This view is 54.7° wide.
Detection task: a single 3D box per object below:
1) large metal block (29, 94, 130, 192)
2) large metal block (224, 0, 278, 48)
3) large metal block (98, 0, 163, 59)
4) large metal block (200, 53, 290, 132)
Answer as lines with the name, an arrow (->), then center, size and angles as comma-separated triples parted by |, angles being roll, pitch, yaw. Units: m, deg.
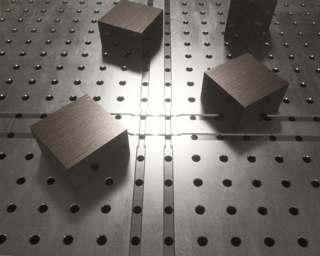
large metal block -> -0.095, 0.016, 0.377 | 0.080, 0.050, 0.080 | -36, 59, -27
large metal block -> 0.161, -0.202, 0.544 | 0.050, 0.080, 0.080 | 33, 57, 24
large metal block -> -0.048, -0.173, 0.536 | 0.080, 0.050, 0.080 | 21, 53, 16
large metal block -> 0.116, -0.052, 0.437 | 0.081, 0.050, 0.080 | -26, 55, -21
